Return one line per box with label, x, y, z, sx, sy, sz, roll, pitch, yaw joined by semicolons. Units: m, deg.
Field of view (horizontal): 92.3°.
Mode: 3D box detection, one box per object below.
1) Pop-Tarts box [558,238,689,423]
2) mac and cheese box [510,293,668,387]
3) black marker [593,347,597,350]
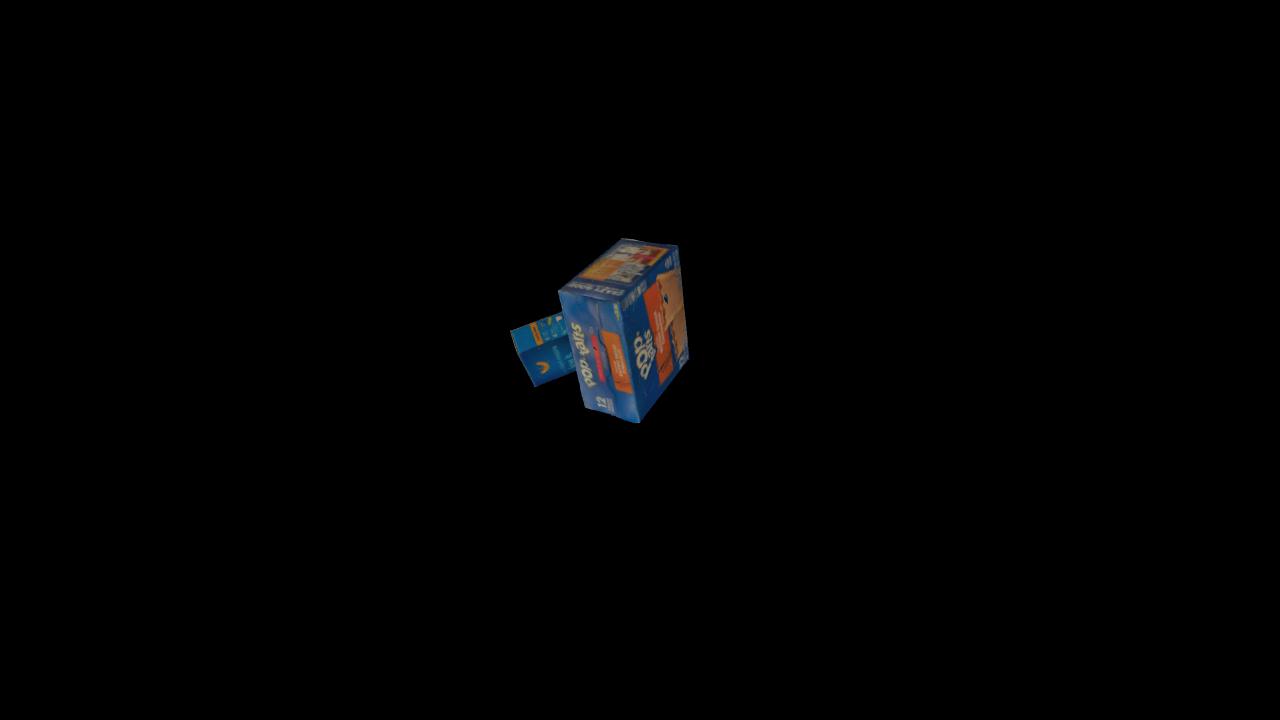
Pop-Tarts box;-0.011;-0.038;0.736;0.083;0.167;0.141;12;39;28
mac and cheese box;-0.055;-0.033;0.745;0.184;0.041;0.093;-21;-26;-6
black marker;-0.013;-0.056;0.702;0.020;0.121;0.020;35;-17;13
